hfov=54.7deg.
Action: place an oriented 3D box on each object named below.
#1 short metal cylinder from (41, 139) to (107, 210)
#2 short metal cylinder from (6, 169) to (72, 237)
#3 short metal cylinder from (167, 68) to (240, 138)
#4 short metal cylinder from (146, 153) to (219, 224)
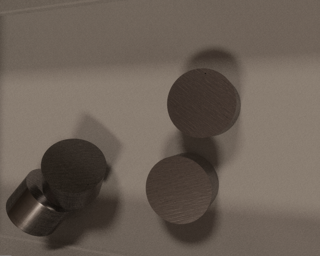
[{"bbox_3d":[-0.116,0.061,0.413,0.080,0.081,0.050,42,141,15],"label":"short metal cylinder"},{"bbox_3d":[-0.165,0.104,0.438,0.080,0.080,0.050,45,104,14],"label":"short metal cylinder"},{"bbox_3d":[0.055,-0.029,0.377,0.080,0.050,0.079,0,90,19],"label":"short metal cylinder"},{"bbox_3d":[0.029,0.073,0.386,0.080,0.050,0.079,0,90,19],"label":"short metal cylinder"}]
